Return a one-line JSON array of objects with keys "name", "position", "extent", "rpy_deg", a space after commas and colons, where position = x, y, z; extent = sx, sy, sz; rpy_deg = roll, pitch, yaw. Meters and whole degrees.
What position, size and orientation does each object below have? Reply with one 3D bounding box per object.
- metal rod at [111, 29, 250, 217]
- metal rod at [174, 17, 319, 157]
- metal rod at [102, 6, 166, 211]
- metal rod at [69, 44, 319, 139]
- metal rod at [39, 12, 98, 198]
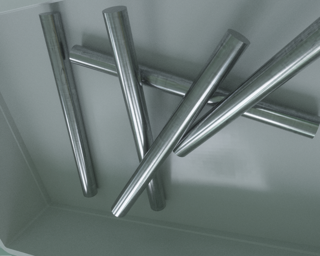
[{"name": "metal rod", "position": [0.007, 0.018, 0.374], "extent": [0.025, 0.025, 0.298], "rpy_deg": [36, 124, 4]}, {"name": "metal rod", "position": [0.097, -0.044, 0.283], "extent": [0.025, 0.025, 0.298], "rpy_deg": [43, 138, -2]}, {"name": "metal rod", "position": [-0.024, 0.001, 0.397], "extent": [0.025, 0.025, 0.298], "rpy_deg": [8, 129, 24]}, {"name": "metal rod", "position": [0.026, -0.048, 0.363], "extent": [0.301, 0.025, 0.025], "rpy_deg": [19, 126, 16]}, {"name": "metal rod", "position": [-0.131, -0.016, 0.465], "extent": [0.025, 0.025, 0.298], "rpy_deg": [10, 123, 23]}]
